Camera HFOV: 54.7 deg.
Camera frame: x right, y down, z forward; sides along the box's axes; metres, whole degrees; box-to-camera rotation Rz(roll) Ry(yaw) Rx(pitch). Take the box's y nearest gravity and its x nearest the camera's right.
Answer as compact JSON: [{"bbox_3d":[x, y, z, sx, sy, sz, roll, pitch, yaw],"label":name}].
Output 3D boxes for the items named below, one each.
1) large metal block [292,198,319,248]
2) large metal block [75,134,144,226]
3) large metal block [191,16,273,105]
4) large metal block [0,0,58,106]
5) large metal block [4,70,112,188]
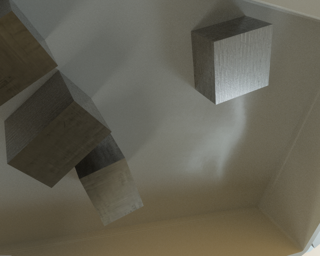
[{"bbox_3d":[0.374,0.229,0.740,0.080,0.050,0.080,-39,129,-2],"label":"large metal block"},{"bbox_3d":[-0.067,0.053,0.369,0.050,0.080,0.080,-25,128,-13],"label":"large metal block"},{"bbox_3d":[0.089,-0.086,0.388,0.081,0.050,0.080,-21,127,-16],"label":"large metal block"},{"bbox_3d":[-0.141,-0.061,0.258,0.080,0.080,0.050,-37,129,-4],"label":"large metal block"},{"bbox_3d":[-0.106,-0.002,0.314,0.080,0.080,0.050,-43,129,1],"label":"large metal block"}]
